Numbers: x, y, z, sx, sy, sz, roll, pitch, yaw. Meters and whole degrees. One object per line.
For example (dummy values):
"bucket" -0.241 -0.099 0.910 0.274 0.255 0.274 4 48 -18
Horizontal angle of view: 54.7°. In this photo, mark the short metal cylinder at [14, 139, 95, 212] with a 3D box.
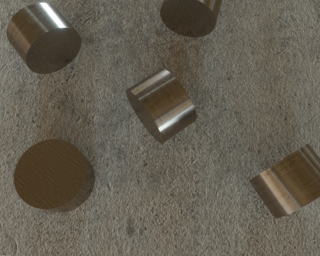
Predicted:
"short metal cylinder" -0.124 0.059 0.372 0.081 0.050 0.080 0 70 0

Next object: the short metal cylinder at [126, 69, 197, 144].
"short metal cylinder" 0.001 -0.027 0.389 0.050 0.080 0.080 -35 74 -12

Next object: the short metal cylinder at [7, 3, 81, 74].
"short metal cylinder" -0.156 -0.120 0.422 0.080 0.080 0.050 -37 74 -12

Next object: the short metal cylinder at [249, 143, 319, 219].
"short metal cylinder" 0.152 0.061 0.358 0.080 0.080 0.050 -29 73 -10

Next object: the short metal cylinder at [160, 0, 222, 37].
"short metal cylinder" 0.046 -0.176 0.443 0.080 0.080 0.050 15 71 5
